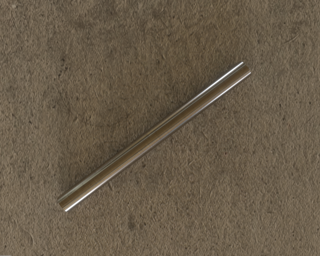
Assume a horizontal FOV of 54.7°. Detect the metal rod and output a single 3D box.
[{"bbox_3d":[-0.007,0.011,0.411,0.301,0.025,0.025,-37,90,-1],"label":"metal rod"}]
